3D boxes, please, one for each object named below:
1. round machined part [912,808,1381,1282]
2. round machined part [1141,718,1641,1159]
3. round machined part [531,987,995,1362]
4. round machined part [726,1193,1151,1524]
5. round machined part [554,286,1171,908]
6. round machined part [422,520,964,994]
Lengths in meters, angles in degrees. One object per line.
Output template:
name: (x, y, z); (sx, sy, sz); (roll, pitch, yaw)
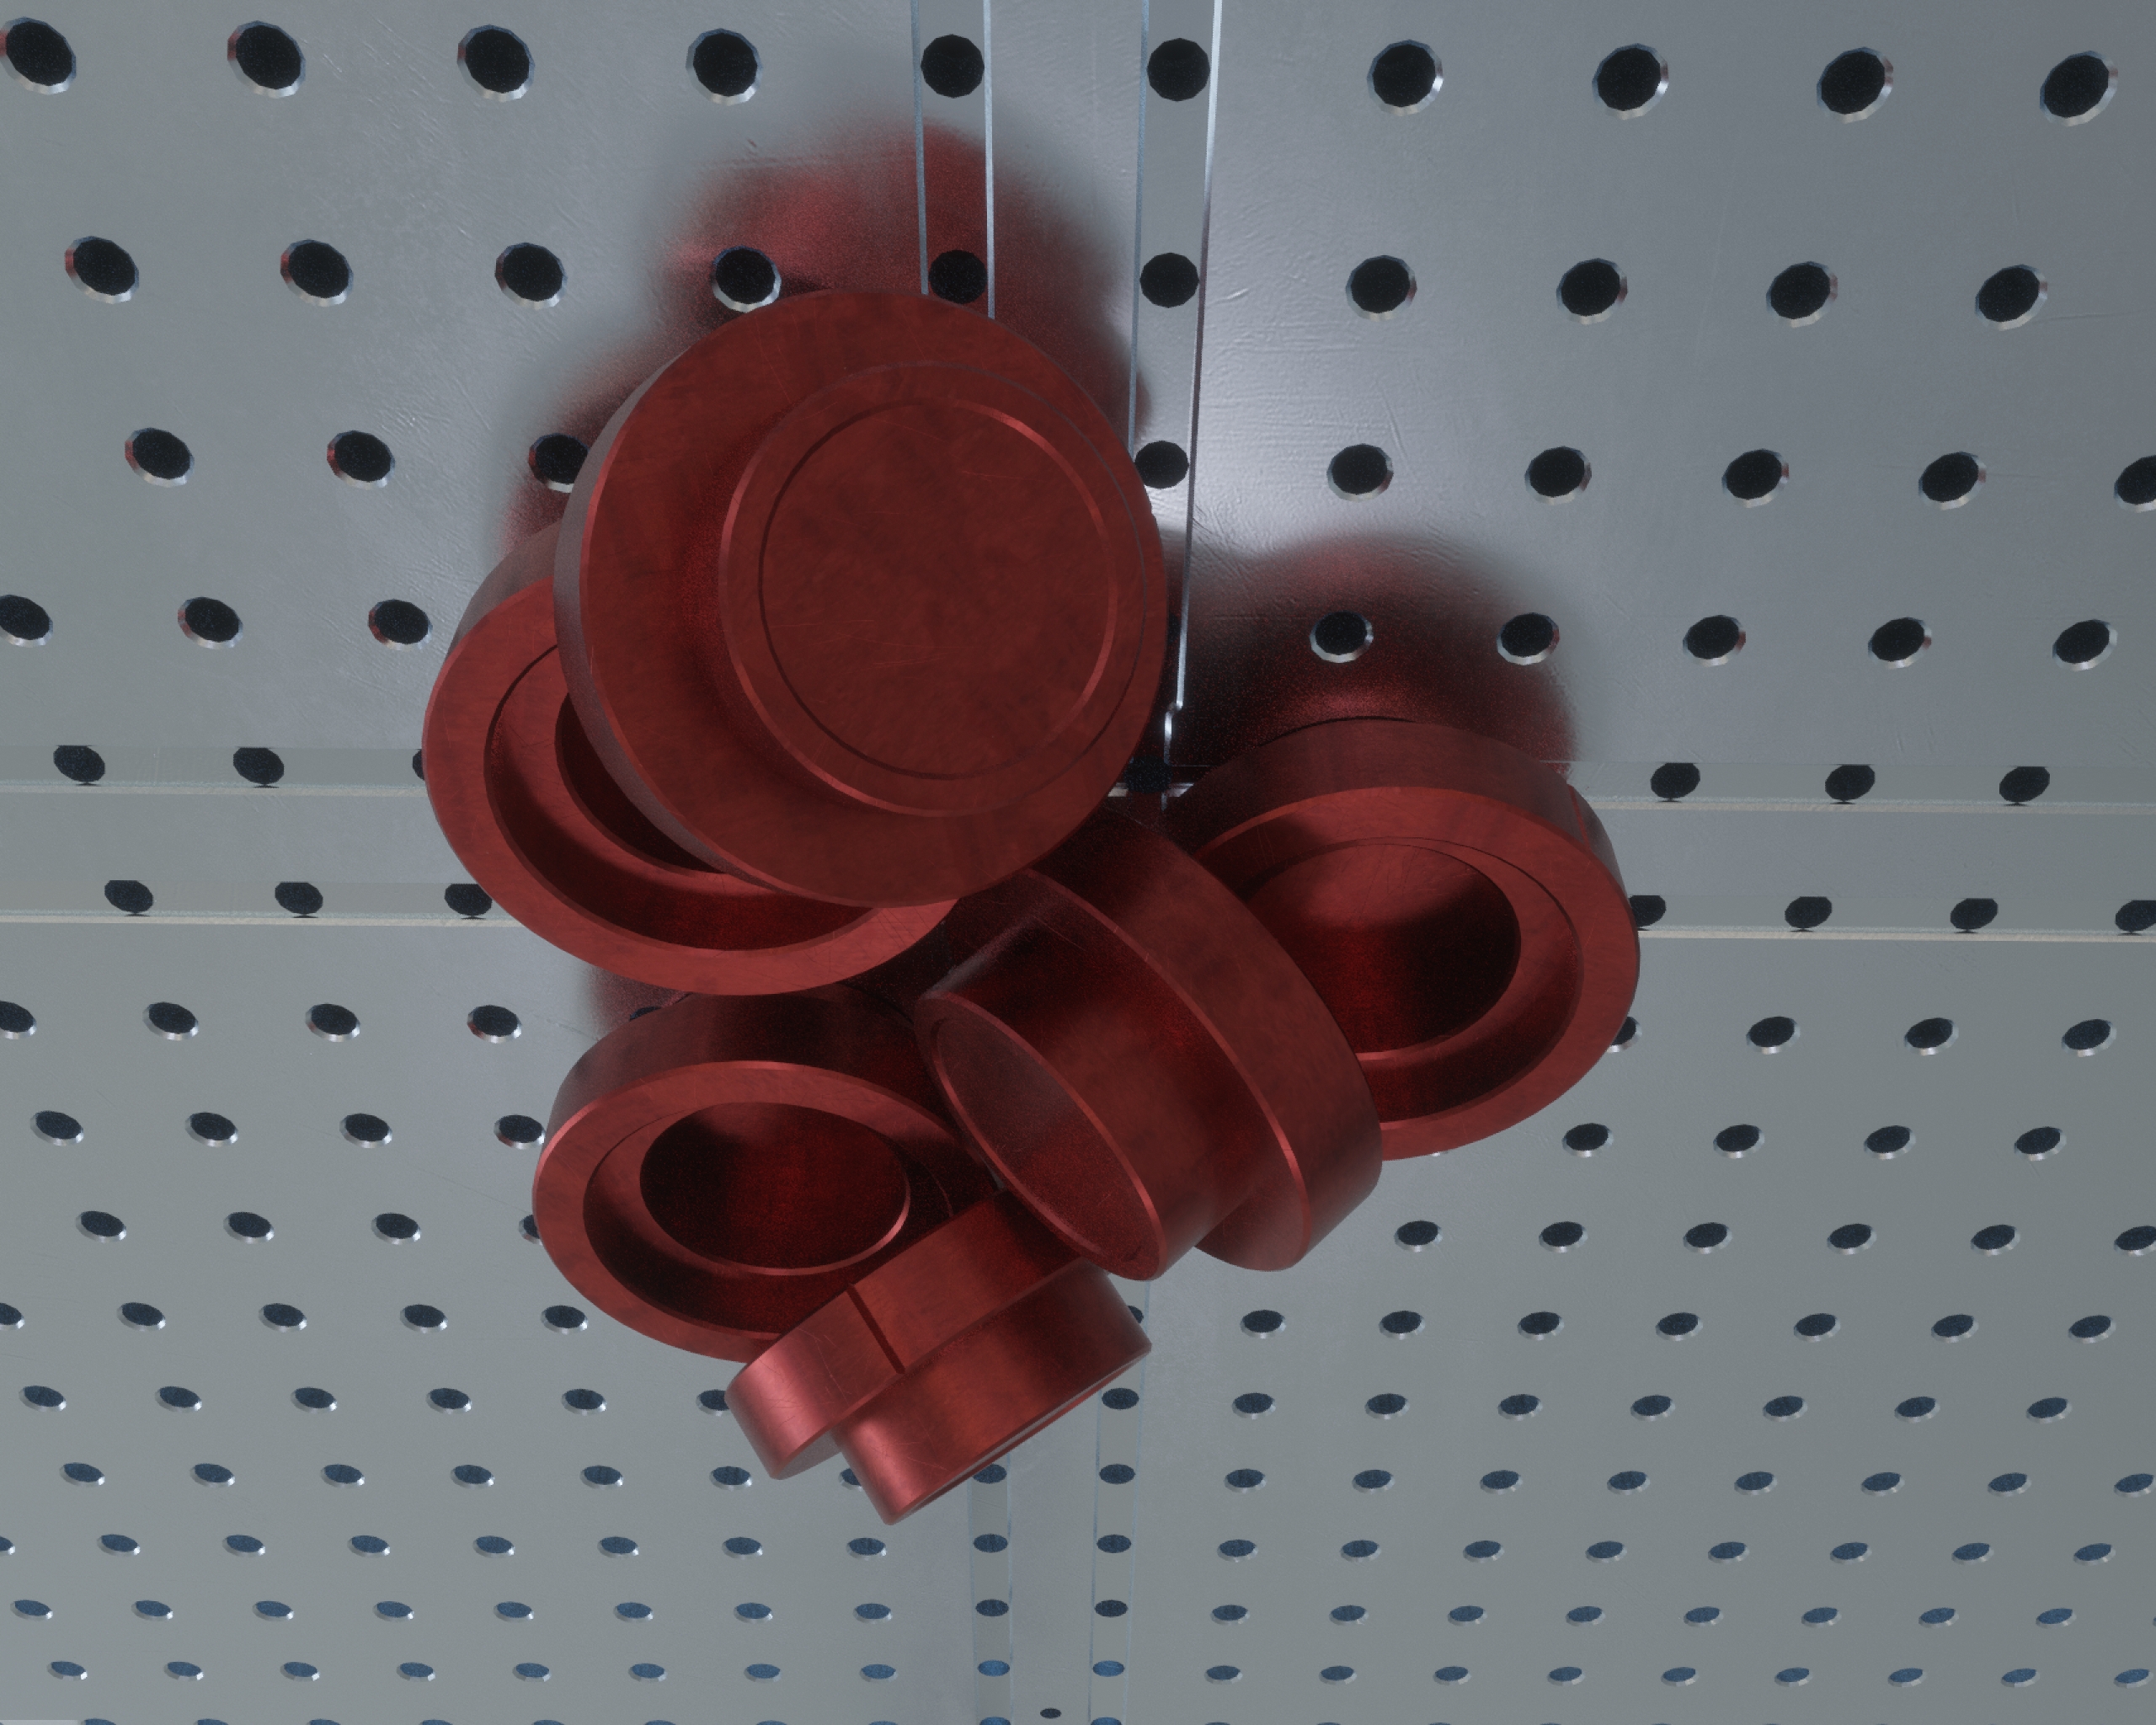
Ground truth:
round machined part: (0.007, 0.040, 0.394); (0.042, 0.098, 0.098); (-38, 133, -23)
round machined part: (0.056, 0.011, 0.409); (0.099, 0.042, 0.097); (0, 130, 0)
round machined part: (-0.064, 0.063, 0.452); (0.099, 0.042, 0.097); (0, 130, 0)
round machined part: (-0.023, 0.107, 0.453); (0.098, 0.042, 0.098); (-32, 166, -9)
round machined part: (-0.028, -0.041, 0.329); (0.099, 0.042, 0.097); (-1, 93, -26)
round machined part: (-0.063, -0.025, 0.377); (0.099, 0.042, 0.097); (0, 130, 0)
